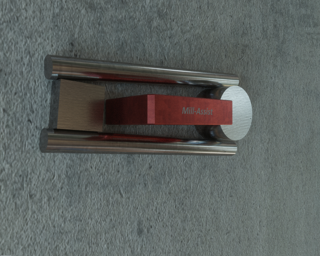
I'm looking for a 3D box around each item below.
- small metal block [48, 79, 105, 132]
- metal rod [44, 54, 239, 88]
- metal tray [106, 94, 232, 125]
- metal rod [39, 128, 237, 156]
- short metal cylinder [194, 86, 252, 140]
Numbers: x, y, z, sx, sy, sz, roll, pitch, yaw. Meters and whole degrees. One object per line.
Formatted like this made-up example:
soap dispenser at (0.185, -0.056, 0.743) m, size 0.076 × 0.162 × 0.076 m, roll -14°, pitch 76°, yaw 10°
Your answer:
small metal block at (-0.089, -0.023, 0.332) m, size 0.050 × 0.025 × 0.050 m, roll 5°, pitch 87°, yaw -40°
metal rod at (0.003, -0.069, 0.409) m, size 0.302 × 0.025 × 0.025 m, roll -4°, pitch 93°, yaw -40°
metal tray at (0.013, -0.019, 0.373) m, size 0.131 × 0.090 × 0.030 m, roll 0°, pitch 90°, yaw -40°
metal rod at (-0.001, 0.023, 0.406) m, size 0.302 × 0.025 × 0.025 m, roll 5°, pitch 87°, yaw -40°
short metal cylinder at (0.095, -0.022, 0.469) m, size 0.081 × 0.050 × 0.079 m, roll 0°, pitch 90°, yaw -40°
